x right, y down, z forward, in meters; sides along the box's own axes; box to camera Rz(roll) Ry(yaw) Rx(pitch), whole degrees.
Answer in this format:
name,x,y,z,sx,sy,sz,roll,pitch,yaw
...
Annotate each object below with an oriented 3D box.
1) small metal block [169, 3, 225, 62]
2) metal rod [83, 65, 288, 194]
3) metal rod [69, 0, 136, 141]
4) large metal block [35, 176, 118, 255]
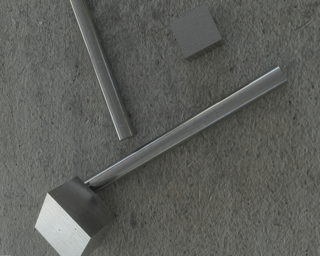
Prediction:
name,x,y,z,sx,sy,sz,roll,pitch,yaw
small metal block,0.047,-0.119,0.392,0.050,0.025,0.050,-25,82,18
metal rod,0.019,0.012,0.401,0.300,0.025,0.025,-31,80,17
metal rod,-0.096,-0.125,0.441,0.025,0.025,0.299,-23,83,18
large metal block,-0.115,0.127,0.421,0.080,0.050,0.079,40,125,15
